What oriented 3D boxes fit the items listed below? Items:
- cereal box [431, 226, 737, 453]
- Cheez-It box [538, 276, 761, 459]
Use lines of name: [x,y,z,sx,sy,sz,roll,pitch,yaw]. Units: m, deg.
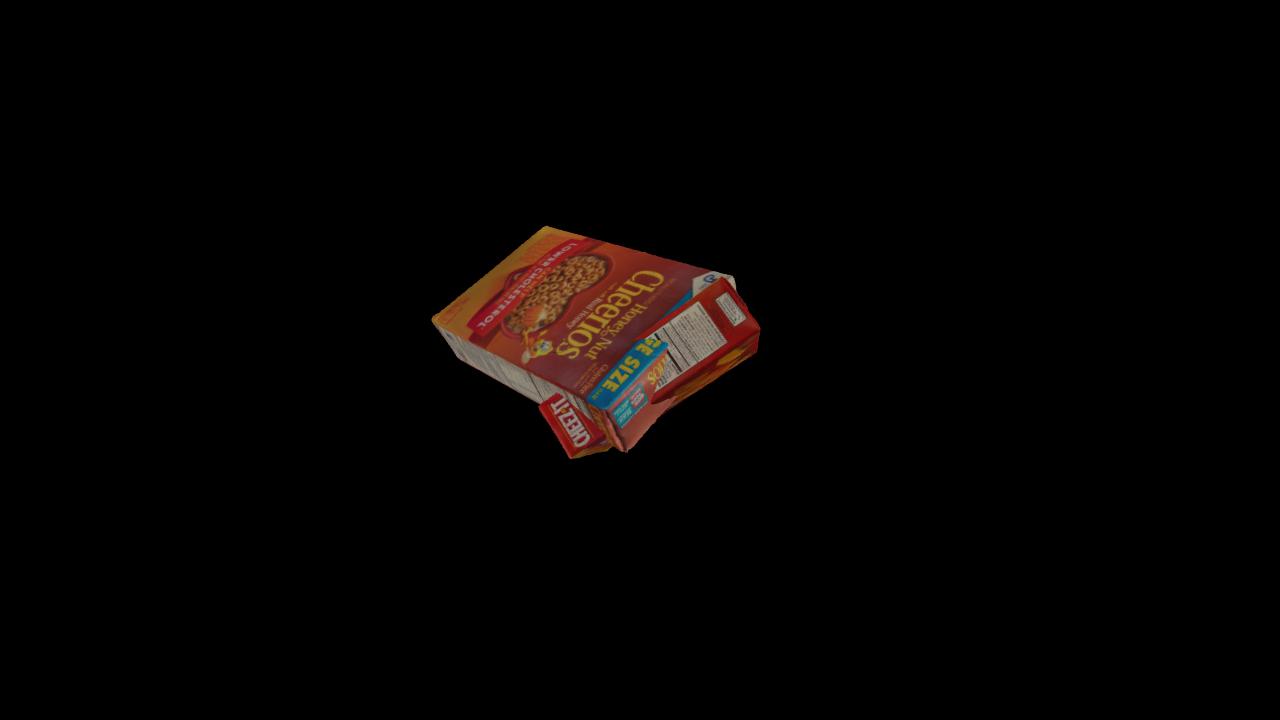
cereal box: [-0.066,-0.044,0.691,0.306,0.081,0.203,23,58,39]
Cheez-It box: [0.019,0.016,0.657,0.223,0.071,0.166,-34,-11,4]
